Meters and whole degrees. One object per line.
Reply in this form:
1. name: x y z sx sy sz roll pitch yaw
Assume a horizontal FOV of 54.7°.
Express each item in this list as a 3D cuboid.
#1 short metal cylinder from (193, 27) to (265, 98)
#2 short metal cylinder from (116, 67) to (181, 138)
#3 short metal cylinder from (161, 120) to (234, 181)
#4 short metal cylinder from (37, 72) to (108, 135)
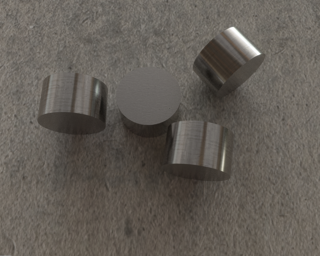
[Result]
1. short metal cylinder: 0.091 -0.086 0.411 0.080 0.080 0.050 -35 74 -12
2. short metal cylinder: -0.014 -0.033 0.407 0.081 0.050 0.080 0 70 0
3. short metal cylinder: 0.045 0.029 0.369 0.080 0.080 0.050 9 70 3
4. short metal cylinder: -0.107 -0.028 0.388 0.081 0.080 0.050 0 70 0
